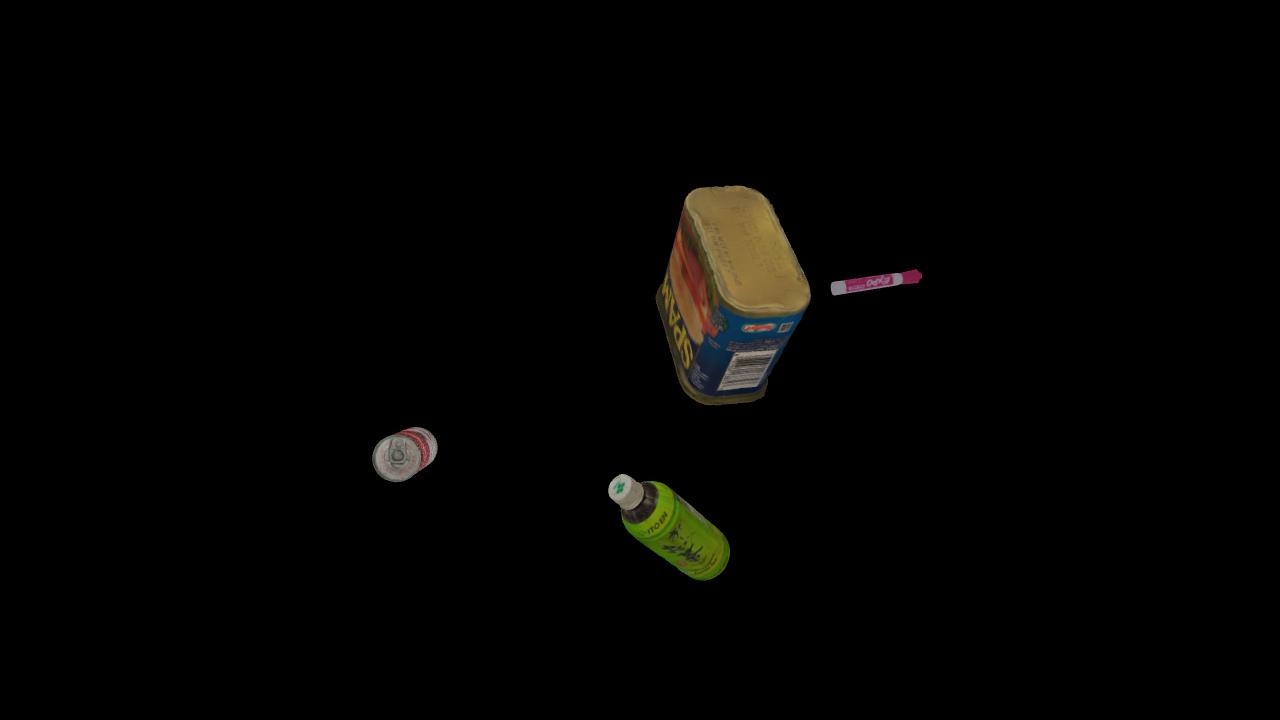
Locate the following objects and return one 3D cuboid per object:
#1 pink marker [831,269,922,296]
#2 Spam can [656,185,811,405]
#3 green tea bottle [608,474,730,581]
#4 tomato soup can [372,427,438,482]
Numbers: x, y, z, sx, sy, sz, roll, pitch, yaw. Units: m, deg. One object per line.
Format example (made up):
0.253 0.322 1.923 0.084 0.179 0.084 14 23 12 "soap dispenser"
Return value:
0.319 -0.105 0.829 0.121 0.020 0.020 -9 0 -1 "pink marker"
0.051 -0.038 0.363 0.058 0.101 0.085 -5 -34 -15 "Spam can"
0.032 0.192 0.721 0.073 0.073 0.212 0 -35 40 "green tea bottle"
-0.344 0.138 0.910 0.068 0.068 0.101 0 0 -4 "tomato soup can"
